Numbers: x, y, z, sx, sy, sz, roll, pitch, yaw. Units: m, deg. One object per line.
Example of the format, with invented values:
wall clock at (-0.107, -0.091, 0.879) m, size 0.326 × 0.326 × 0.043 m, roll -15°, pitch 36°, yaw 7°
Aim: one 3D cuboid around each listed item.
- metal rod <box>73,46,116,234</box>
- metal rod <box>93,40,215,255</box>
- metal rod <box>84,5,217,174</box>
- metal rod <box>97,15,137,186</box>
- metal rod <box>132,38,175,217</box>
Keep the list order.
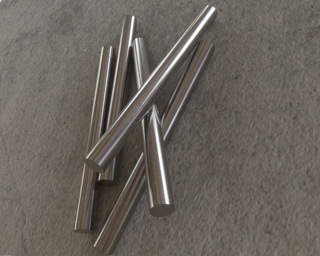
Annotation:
metal rod at (-0.090, -0.003, 0.451) m, size 0.025 × 0.025 × 0.299 m, roll -13°, pitch 56°, yaw 21°
metal rod at (0.001, 0.011, 0.395) m, size 0.025 × 0.025 × 0.300 m, roll 16°, pitch 69°, yaw 34°
metal rod at (0.004, -0.068, 0.395) m, size 0.025 × 0.025 × 0.301 m, roll 12°, pitch 53°, yaw 32°
metal rod at (-0.060, -0.059, 0.469) m, size 0.025 × 0.025 × 0.299 m, roll -10°, pitch 57°, yaw 22°
metal rod at (-0.015, -0.028, 0.400) m, size 0.025 × 0.025 × 0.300 m, roll -23°, pitch 45°, yaw 14°
